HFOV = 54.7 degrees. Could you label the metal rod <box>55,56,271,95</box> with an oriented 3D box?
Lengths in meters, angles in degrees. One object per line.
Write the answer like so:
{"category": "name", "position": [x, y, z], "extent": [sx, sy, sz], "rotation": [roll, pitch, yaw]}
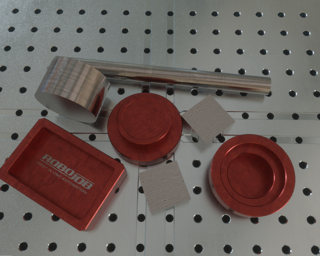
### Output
{"category": "metal rod", "position": [0.002, -0.075, 0.438], "extent": [0.302, 0.025, 0.025], "rotation": [6, 70, 2]}

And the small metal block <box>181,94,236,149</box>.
{"category": "small metal block", "position": [0.063, -0.008, 0.415], "extent": [0.050, 0.025, 0.050], "rotation": [-36, 74, -12]}

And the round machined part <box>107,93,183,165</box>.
{"category": "round machined part", "position": [-0.020, -0.004, 0.403], "extent": [0.099, 0.042, 0.098], "rotation": [0, 67, 0]}

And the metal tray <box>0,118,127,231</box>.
{"category": "metal tray", "position": [-0.119, 0.056, 0.387], "extent": [0.130, 0.030, 0.090], "rotation": [29, 73, 10]}

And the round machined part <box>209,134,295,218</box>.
{"category": "round machined part", "position": [0.109, 0.060, 0.381], "extent": [0.099, 0.042, 0.098], "rotation": [0, 70, 0]}

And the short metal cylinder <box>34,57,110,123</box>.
{"category": "short metal cylinder", "position": [-0.111, -0.047, 0.399], "extent": [0.080, 0.080, 0.050], "rotation": [17, 71, 6]}

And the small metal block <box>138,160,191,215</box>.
{"category": "small metal block", "position": [0.005, 0.074, 0.385], "extent": [0.050, 0.025, 0.050], "rotation": [-18, 71, -7]}
